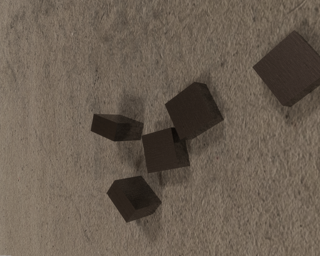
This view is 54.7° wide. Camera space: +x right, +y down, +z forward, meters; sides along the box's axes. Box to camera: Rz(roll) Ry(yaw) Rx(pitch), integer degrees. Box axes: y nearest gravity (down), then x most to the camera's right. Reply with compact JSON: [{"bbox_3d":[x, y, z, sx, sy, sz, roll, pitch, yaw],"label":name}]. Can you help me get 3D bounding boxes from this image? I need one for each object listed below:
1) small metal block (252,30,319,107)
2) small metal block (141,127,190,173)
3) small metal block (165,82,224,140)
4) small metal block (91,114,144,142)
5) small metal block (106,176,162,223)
[{"bbox_3d":[0.128,-0.056,0.299,0.050,0.025,0.050,-44,64,31],"label":"small metal block"},{"bbox_3d":[0.007,0.029,0.398,0.050,0.025,0.050,-16,80,38],"label":"small metal block"},{"bbox_3d":[0.040,-0.019,0.370,0.050,0.025,0.050,-35,69,34],"label":"small metal block"},{"bbox_3d":[-0.060,-0.001,0.436,0.050,0.050,0.025,20,103,38],"label":"small metal block"},{"bbox_3d":[-0.034,0.093,0.415,0.050,0.050,0.025,48,118,29],"label":"small metal block"}]
